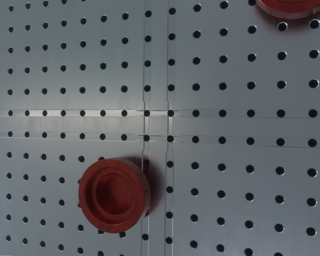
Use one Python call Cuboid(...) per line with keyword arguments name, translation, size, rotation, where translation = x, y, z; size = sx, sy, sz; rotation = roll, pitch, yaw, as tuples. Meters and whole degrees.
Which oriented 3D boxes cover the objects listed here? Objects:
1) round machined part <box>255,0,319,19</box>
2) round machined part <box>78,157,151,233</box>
Cuboid(name="round machined part", translation=(0.153, -0.171, 0.349), size=(0.098, 0.042, 0.097), rotation=(0, 90, 20))
Cuboid(name="round machined part", translation=(-0.058, 0.089, 0.425), size=(0.098, 0.042, 0.097), rotation=(0, 90, 20))
